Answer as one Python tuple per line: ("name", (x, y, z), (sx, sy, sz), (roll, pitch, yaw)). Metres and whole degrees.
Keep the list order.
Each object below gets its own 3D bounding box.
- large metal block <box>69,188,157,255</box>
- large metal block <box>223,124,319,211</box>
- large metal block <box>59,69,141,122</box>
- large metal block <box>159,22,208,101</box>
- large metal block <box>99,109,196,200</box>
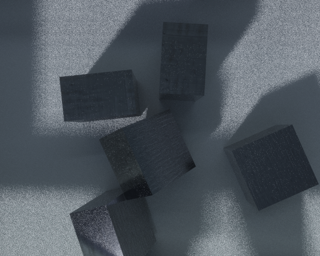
("large metal block", (-0.053, 0.122, 0.377), (0.050, 0.080, 0.080), (-18, 90, 21))
("large metal block", (0.140, 0.048, 0.401), (0.080, 0.050, 0.080), (-24, 90, -1))
("large metal block", (-0.069, -0.036, 0.383), (0.081, 0.080, 0.050), (-6, 90, -1))
("large metal block", (0.026, -0.077, 0.384), (0.050, 0.080, 0.079), (3, 90, 0))
("large metal block", (-0.014, 0.031, 0.378), (0.081, 0.050, 0.080), (-25, 90, -44))
